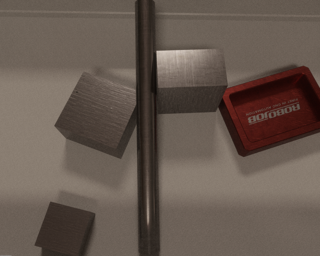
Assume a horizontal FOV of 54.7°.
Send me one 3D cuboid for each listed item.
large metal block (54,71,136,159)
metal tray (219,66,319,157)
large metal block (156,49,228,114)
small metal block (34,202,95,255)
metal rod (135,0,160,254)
[{"bbox_3d":[-0.074,-0.016,0.401,0.080,0.050,0.080,20,71,7],"label":"large metal block"},{"bbox_3d":[0.154,-0.024,0.417,0.131,0.030,0.090,-17,71,-7],"label":"metal tray"},{"bbox_3d":[0.037,-0.057,0.402,0.081,0.080,0.050,-2,70,-1],"label":"large metal block"},{"bbox_3d":[-0.110,0.119,0.365,0.050,0.025,0.050,13,70,4],"label":"small metal block"},{"bbox_3d":[-0.015,-0.006,0.371,0.025,0.025,0.298,-1,85,-1],"label":"metal rod"}]
